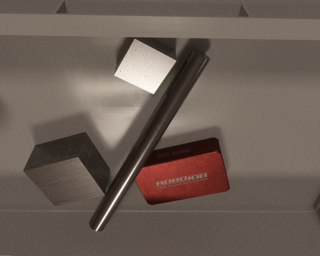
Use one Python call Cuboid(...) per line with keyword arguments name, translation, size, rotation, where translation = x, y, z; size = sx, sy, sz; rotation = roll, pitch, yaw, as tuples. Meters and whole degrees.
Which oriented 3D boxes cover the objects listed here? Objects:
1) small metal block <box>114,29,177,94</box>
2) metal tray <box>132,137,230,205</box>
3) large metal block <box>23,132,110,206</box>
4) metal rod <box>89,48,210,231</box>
Cuboid(name="small metal block", translation=(-0.017, -0.073, 0.347), size=(0.050, 0.025, 0.050), rotation=(24, 126, -20))
Cuboid(name="metal tray", translation=(0.032, 0.068, 0.464), size=(0.131, 0.030, 0.090), rotation=(-13, 129, 10))
Cuboid(name="large metal block", translation=(-0.128, 0.060, 0.441), size=(0.080, 0.050, 0.080), rotation=(-15, 128, 11))
Cuboid(name="metal rod", translation=(-0.026, 0.033, 0.406), size=(0.025, 0.025, 0.298), rotation=(22, 117, -18))
